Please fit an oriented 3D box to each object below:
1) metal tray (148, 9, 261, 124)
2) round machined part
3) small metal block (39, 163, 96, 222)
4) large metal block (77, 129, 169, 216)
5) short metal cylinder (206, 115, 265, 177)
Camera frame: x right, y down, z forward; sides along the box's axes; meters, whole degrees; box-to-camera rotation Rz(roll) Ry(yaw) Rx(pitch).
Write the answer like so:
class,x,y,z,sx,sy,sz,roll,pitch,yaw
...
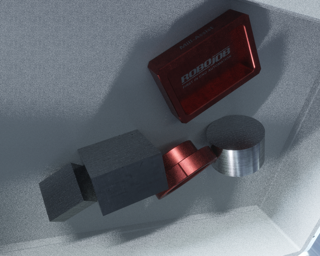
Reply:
class,x,y,z,sx,sy,sz,roll,pitch,yaw
metal tray,0.060,-0.076,0.392,0.130,0.030,0.090,-34,129,-6
round machined part,0.027,0.053,0.427,0.098,0.042,0.098,-33,166,-9
small metal block,-0.111,0.077,0.370,0.050,0.050,0.025,-33,154,11
large metal block,-0.046,0.049,0.374,0.081,0.080,0.050,-19,116,-18
short metal cylinder,0.110,0.024,0.451,0.081,0.080,0.050,-24,127,-14
